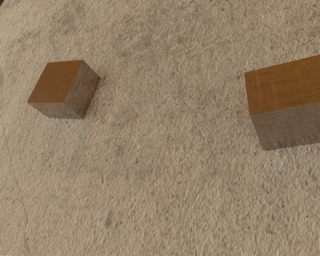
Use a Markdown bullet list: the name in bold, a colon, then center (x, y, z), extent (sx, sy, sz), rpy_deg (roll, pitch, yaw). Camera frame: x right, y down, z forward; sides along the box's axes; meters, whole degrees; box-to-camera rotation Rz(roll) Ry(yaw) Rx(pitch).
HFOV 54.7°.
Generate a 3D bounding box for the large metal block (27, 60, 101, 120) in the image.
- **large metal block**: center (-0.156, -0.062, 0.508), extent (0.080, 0.050, 0.080), rpy_deg (3, 63, 29)

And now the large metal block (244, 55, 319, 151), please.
- **large metal block**: center (0.136, -0.022, 0.311), extent (0.080, 0.080, 0.050), rpy_deg (-11, 57, 22)
